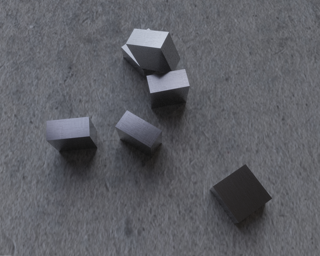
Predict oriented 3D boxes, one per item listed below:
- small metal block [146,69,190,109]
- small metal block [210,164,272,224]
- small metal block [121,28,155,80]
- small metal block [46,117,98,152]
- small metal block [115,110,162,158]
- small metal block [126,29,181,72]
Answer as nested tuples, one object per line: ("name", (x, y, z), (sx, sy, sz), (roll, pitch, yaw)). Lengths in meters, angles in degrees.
("small metal block", (0.010, -0.051, 0.414), (0.050, 0.050, 0.025), (-11, 71, -4))
("small metal block", (0.098, 0.081, 0.380), (0.050, 0.025, 0.050), (-32, 73, -11))
("small metal block", (-0.019, -0.107, 0.447), (0.050, 0.025, 0.050), (-39, 75, -13))
("small metal block", (-0.109, 0.009, 0.390), (0.050, 0.050, 0.025), (-6, 70, -3))
("small metal block", (-0.026, 0.009, 0.391), (0.050, 0.050, 0.025), (30, 73, 10))
("small metal block", (-0.008, -0.098, 0.396), (0.050, 0.050, 0.025), (15, 69, 27))
